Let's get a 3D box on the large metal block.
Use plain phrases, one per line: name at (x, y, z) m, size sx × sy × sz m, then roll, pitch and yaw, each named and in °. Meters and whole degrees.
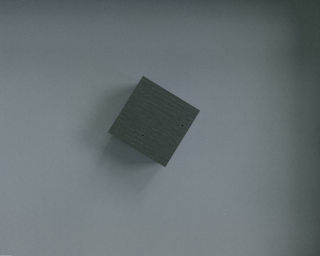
large metal block at (-0.007, -0.008, 0.395) m, size 0.080 × 0.050 × 0.080 m, roll 32°, pitch 89°, yaw -1°
